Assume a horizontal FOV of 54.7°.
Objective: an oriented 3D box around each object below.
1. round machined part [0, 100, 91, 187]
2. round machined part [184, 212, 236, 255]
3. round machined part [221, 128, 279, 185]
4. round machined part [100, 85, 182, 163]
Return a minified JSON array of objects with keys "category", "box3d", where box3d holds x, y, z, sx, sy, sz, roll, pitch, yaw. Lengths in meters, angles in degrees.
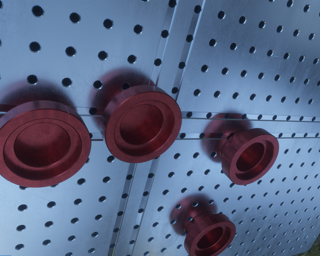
[{"category":"round machined part","box3d":[-0.129,0.014,0.339,0.099,0.042,0.097,-14,125,-21]},{"category":"round machined part","box3d":[0.087,0.194,0.571,0.099,0.042,0.097,-14,125,-21]},{"category":"round machined part","box3d":[0.141,0.042,0.506,0.099,0.042,0.097,-14,125,-21]},{"category":"round machined part","box3d":[-0.026,-0.008,0.382,0.099,0.042,0.097,-14,125,-21]}]
